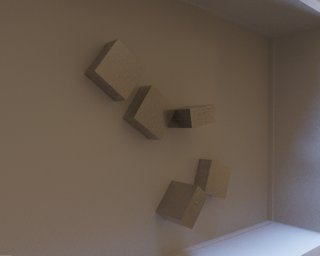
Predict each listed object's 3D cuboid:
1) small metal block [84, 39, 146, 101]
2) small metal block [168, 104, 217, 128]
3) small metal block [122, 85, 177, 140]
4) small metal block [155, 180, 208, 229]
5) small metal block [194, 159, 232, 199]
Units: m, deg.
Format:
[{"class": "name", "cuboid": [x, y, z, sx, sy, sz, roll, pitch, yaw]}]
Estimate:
[{"class": "small metal block", "cuboid": [-0.052, -0.067, 0.365, 0.050, 0.025, 0.050, 44, 64, -32]}, {"class": "small metal block", "cuboid": [0.042, -0.016, 0.428, 0.050, 0.050, 0.025, -12, 98, -40]}, {"class": "small metal block", "cuboid": [-0.012, -0.019, 0.398, 0.050, 0.025, 0.050, 41, 65, -33]}, {"class": "small metal block", "cuboid": [0.029, 0.102, 0.417, 0.025, 0.050, 0.050, 45, 63, -31]}, {"class": "small metal block", "cuboid": [0.081, 0.079, 0.477, 0.050, 0.025, 0.050, 24, 75, -38]}]
